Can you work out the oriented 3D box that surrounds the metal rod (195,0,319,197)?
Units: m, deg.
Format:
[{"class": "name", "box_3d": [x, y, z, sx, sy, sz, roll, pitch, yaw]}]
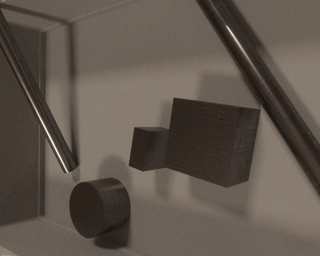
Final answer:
[{"class": "metal rod", "box_3d": [0.106, -0.046, 0.318, 0.025, 0.025, 0.299, -39, 67, 33]}]

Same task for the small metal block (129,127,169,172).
[{"class": "small metal block", "box_3d": [-0.010, 0.026, 0.397, 0.025, 0.050, 0.050, 15, 100, 39]}]

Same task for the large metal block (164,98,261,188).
[{"class": "large metal block", "box_3d": [0.056, 0.012, 0.343, 0.080, 0.050, 0.079, 13, 98, 39]}]

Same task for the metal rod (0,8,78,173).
[{"class": "metal rod", "box_3d": [-0.207, -0.063, 0.494, 0.025, 0.025, 0.298, -9, 110, 39]}]

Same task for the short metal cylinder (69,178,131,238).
[{"class": "short metal cylinder", "box_3d": [-0.090, 0.117, 0.462, 0.080, 0.050, 0.079, 0, 90, 39]}]
